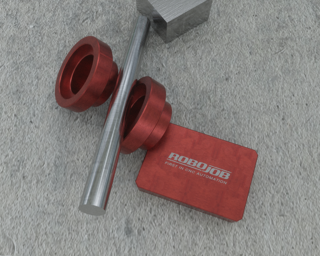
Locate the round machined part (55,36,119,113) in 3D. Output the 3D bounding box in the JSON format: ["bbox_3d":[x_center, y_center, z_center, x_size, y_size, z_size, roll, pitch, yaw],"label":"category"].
[{"bbox_3d":[-0.092,-0.066,0.404,0.098,0.042,0.098,-20,59,39],"label":"round machined part"}]

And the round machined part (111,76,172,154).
[{"bbox_3d":[-0.022,-0.011,0.382,0.042,0.098,0.098,30,69,-25],"label":"round machined part"}]

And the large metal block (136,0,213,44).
[{"bbox_3d":[0.020,-0.187,0.463,0.080,0.050,0.080,-33,74,-12],"label":"large metal block"}]

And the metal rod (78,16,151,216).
[{"bbox_3d":[-0.044,-0.042,0.375,0.025,0.025,0.300,7,52,2],"label":"metal rod"}]

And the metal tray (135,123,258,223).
[{"bbox_3d":[0.046,0.053,0.387,0.131,0.030,0.090,18,71,6],"label":"metal tray"}]
